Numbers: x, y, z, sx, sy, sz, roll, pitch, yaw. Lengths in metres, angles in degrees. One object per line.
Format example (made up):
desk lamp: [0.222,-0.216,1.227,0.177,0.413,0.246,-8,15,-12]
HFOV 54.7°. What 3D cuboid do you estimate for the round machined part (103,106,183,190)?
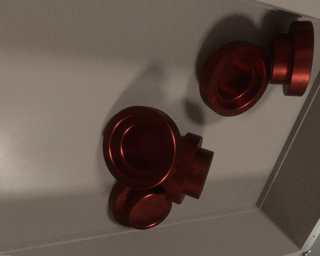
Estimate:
round machined part: [-0.017,0.023,0.376,0.097,0.098,0.042,-60,157,14]

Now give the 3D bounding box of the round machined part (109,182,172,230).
round machined part: [-0.022,0.110,0.456,0.099,0.042,0.097,-14,125,-21]

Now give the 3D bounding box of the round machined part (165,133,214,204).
round machined part: [0.044,0.058,0.424,0.098,0.042,0.097,17,91,-78]

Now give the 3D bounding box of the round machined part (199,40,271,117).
round machined part: [0.094,-0.067,0.409,0.099,0.042,0.097,-14,125,-21]

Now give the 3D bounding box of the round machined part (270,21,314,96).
round machined part: [0.171,-0.092,0.413,0.042,0.098,0.097,4,125,14]
